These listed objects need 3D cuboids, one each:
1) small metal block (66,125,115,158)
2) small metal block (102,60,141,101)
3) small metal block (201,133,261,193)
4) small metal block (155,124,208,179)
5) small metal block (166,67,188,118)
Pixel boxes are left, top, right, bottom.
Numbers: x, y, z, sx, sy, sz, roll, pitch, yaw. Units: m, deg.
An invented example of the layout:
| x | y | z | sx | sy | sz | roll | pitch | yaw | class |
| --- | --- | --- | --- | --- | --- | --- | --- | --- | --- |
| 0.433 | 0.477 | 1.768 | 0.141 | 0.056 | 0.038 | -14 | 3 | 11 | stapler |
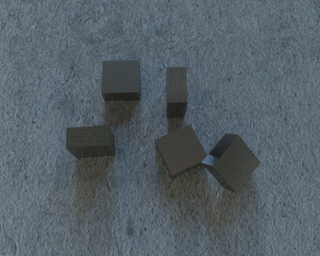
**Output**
| x | y | z | sx | sy | sz | roll | pitch | yaw | class |
| --- | --- | --- | --- | --- | --- | --- | --- | --- | --- |
| -0.085 | 0.018 | 0.387 | 0.050 | 0.050 | 0.025 | -4 | 70 | -2 | small metal block |
| -0.053 | -0.066 | 0.432 | 0.050 | 0.025 | 0.050 | -2 | 70 | -1 | small metal block |
| 0.088 | 0.043 | 0.381 | 0.050 | 0.025 | 0.050 | -48 | 110 | -15 | small metal block |
| 0.027 | 0.030 | 0.397 | 0.050 | 0.025 | 0.050 | -24 | 72 | -9 | small metal block |
| 0.021 | -0.046 | 0.412 | 0.025 | 0.050 | 0.050 | -1 | 70 | 0 | small metal block |
